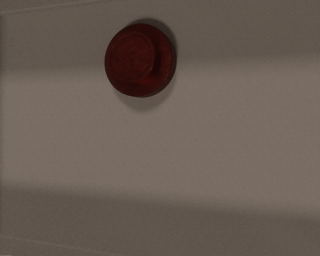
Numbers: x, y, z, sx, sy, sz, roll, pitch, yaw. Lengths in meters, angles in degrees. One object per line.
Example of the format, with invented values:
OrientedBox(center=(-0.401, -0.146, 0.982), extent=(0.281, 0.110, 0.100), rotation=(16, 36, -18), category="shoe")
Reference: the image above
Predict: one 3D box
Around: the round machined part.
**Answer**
OrientedBox(center=(-0.031, -0.091, 0.411), extent=(0.098, 0.042, 0.097), rotation=(0, 90, 19), category="round machined part")
